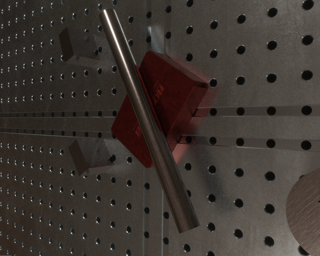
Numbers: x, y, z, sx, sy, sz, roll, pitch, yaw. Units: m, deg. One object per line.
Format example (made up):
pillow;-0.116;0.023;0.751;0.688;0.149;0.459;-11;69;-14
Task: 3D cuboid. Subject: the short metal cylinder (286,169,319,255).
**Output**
short metal cylinder;0.157;0.071;0.263;0.080;0.050;0.079;0;90;39

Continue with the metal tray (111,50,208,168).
metal tray;-0.006;-0.024;0.409;0.090;0.030;0.129;41;115;32

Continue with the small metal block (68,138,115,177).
small metal block;-0.105;0.044;0.477;0.025;0.050;0.050;-41;65;32

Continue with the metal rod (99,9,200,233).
metal rod;-0.019;-0.022;0.383;0.025;0.025;0.299;-33;70;35

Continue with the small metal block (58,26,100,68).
small metal block;-0.129;-0.128;0.497;0.025;0.050;0.050;-26;74;37
